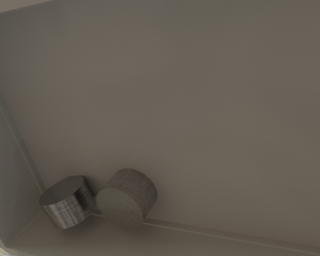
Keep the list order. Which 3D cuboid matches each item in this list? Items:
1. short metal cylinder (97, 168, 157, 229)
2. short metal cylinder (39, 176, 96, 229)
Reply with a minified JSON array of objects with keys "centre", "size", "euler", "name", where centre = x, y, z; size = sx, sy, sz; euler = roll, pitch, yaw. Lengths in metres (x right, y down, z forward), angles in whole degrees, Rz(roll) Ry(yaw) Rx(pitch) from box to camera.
[{"centre":[-0.051,0.110,0.486],"size":[0.080,0.050,0.079],"euler":[13,124,20],"name":"short metal cylinder"},{"centre":[-0.157,0.126,0.532],"size":[0.080,0.080,0.050],"euler":[-9,114,32],"name":"short metal cylinder"}]
